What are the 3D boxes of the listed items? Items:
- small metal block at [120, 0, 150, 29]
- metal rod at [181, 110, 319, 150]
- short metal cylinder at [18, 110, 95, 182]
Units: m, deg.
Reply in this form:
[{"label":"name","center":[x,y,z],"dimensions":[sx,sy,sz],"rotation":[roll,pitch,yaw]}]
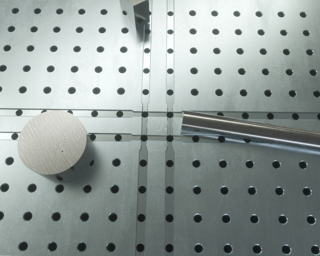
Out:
[{"label":"small metal block","center":[-0.040,-0.189,0.467],"dimensions":[0.025,0.050,0.050],"rotation":[-30,73,-10]},{"label":"metal rod","center":[0.179,0.012,0.408],"dimensions":[0.302,0.025,0.025],"rotation":[9,70,3]},{"label":"short metal cylinder","center":[-0.127,0.024,0.389],"dimensions":[0.081,0.050,0.080],"rotation":[0,70,0]}]
